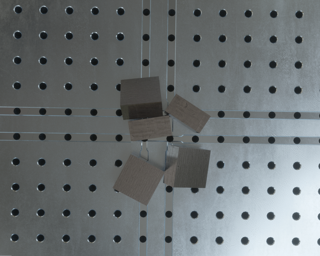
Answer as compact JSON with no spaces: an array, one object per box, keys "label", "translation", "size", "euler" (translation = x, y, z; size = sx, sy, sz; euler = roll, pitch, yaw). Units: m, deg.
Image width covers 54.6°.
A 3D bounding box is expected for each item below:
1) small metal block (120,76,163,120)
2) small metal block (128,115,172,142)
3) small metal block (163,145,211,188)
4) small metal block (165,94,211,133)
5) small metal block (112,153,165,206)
[{"label":"small metal block","translation":[-0.024,-0.039,0.400],"size":[0.050,0.025,0.050],"euler":[-6,47,0]},{"label":"small metal block","translation":[-0.012,-0.001,0.400],"size":[0.050,0.050,0.025],"euler":[-8,94,0]},{"label":"small metal block","translation":[0.035,0.050,0.403],"size":[0.050,0.025,0.050],"euler":[8,90,-31]},{"label":"small metal block","translation":[0.034,-0.018,0.401],"size":[0.050,0.050,0.025],"euler":[33,90,0]},{"label":"small metal block","translation":[-0.027,0.067,0.413],"size":[0.050,0.025,0.050],"euler":[28,90,0]}]
